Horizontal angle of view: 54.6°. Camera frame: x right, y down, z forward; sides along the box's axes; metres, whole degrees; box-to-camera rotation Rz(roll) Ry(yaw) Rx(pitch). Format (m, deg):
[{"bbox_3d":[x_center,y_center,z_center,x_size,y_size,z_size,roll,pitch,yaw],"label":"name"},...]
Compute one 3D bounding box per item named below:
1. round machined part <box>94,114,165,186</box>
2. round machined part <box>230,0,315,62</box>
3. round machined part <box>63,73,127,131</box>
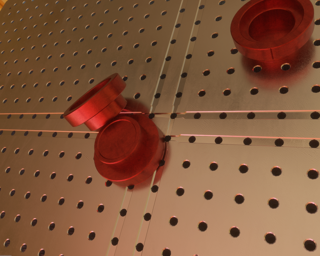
[{"bbox_3d":[-0.047,0.023,0.409,0.098,0.042,0.098,-13,56,21],"label":"round machined part"},{"bbox_3d":[0.144,-0.125,0.399,0.098,0.042,0.098,-13,56,21],"label":"round machined part"},{"bbox_3d":[-0.087,-0.033,0.446,0.098,0.042,0.098,-33,19,13],"label":"round machined part"}]
